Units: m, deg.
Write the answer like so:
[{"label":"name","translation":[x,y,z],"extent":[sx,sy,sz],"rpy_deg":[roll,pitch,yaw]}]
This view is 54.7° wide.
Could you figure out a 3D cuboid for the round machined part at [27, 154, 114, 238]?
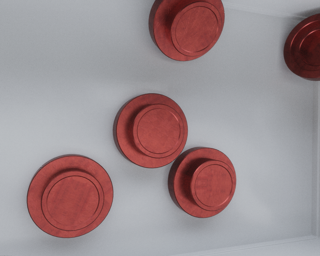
[{"label":"round machined part","translation":[-0.103,0.081,0.364],"extent":[0.099,0.042,0.097],"rpy_deg":[0,90,-21]}]

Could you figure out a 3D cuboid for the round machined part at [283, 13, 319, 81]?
[{"label":"round machined part","translation":[0.244,-0.119,0.469],"extent":[0.042,0.098,0.097],"rpy_deg":[9,87,-45]}]

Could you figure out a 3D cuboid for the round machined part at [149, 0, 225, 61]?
[{"label":"round machined part","translation":[0.039,-0.130,0.392],"extent":[0.099,0.042,0.097],"rpy_deg":[-12,127,-15]}]

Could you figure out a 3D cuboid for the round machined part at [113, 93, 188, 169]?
[{"label":"round machined part","translation":[-0.008,0.004,0.400],"extent":[0.099,0.042,0.097],"rpy_deg":[0,90,-21]}]

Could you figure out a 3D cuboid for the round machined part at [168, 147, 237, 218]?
[{"label":"round machined part","translation":[0.064,0.076,0.427],"extent":[0.099,0.042,0.097],"rpy_deg":[0,90,-21]}]
